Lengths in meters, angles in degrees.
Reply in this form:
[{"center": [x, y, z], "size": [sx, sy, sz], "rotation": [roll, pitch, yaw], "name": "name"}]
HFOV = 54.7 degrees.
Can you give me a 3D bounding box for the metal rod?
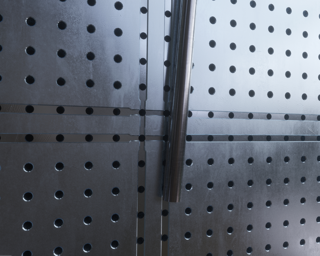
[{"center": [0.029, -0.051, 0.424], "size": [0.025, 0.025, 0.298], "rotation": [6, 88, -20], "name": "metal rod"}]
